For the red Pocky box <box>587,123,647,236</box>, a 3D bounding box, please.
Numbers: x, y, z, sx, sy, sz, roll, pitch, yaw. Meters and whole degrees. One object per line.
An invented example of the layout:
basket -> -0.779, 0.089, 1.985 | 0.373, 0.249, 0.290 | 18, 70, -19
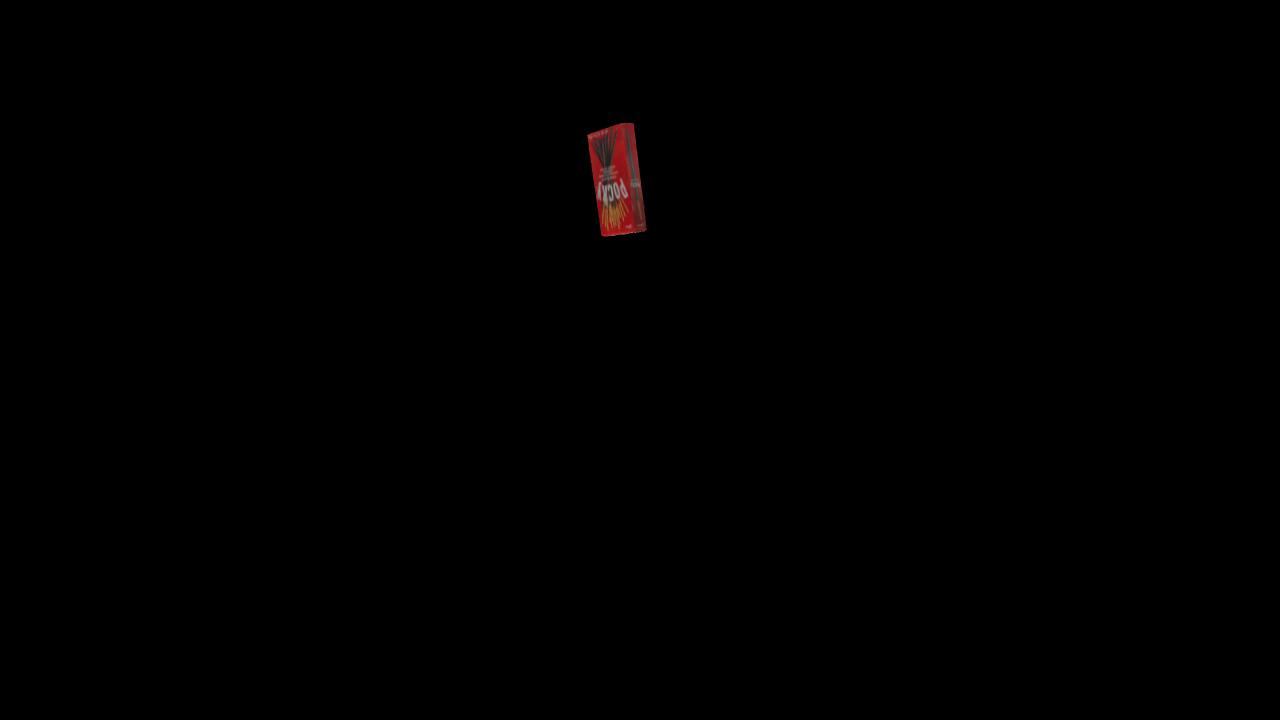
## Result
red Pocky box -> -0.035, -0.265, 0.916 | 0.028, 0.155, 0.083 | -17, 15, -41
